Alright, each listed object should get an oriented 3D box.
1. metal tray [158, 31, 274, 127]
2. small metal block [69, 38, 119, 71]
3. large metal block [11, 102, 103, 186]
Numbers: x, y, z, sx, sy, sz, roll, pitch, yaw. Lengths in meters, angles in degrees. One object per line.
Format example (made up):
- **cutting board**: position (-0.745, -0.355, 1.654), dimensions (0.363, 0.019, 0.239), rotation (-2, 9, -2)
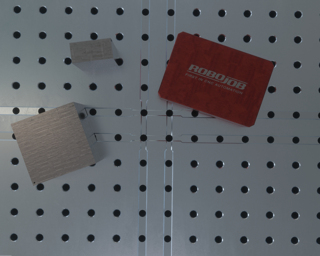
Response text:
- **metal tray**: position (0.072, -0.063, 0.411), dimensions (0.131, 0.030, 0.090), rotation (19, 90, 0)
- **small metal block**: position (-0.083, -0.094, 0.400), dimensions (0.050, 0.050, 0.025), rotation (-7, 90, 0)
- **large metal block**: position (-0.129, 0.019, 0.400), dimensions (0.080, 0.050, 0.080), rotation (-20, 90, 0)
